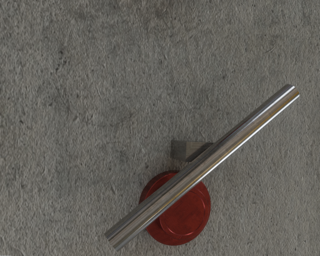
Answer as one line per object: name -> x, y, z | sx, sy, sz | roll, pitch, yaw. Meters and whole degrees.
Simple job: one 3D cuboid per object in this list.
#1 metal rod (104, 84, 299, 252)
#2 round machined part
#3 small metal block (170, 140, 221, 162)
metal rod -> 0.062, 0.038, 0.378 | 0.301, 0.025, 0.025 | -37, 102, -16
round machined part -> 0.024, 0.107, 0.409 | 0.099, 0.042, 0.097 | 0, 90, -20
small metal block -> 0.047, 0.030, 0.413 | 0.050, 0.050, 0.025 | 3, 89, -20
